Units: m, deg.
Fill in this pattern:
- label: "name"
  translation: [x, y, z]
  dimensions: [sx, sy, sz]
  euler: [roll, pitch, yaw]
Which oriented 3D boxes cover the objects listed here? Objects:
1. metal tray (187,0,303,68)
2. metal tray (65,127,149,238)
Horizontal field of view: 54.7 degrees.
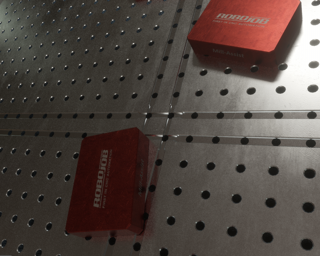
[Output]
- label: "metal tray"
  translation: [0.115, -0.139, 0.429]
  dimensions: [0.130, 0.030, 0.090]
  euler: [21, 73, 35]
- label: "metal tray"
  translation: [-0.064, 0.068, 0.395]
  dimensions: [0.090, 0.030, 0.130]
  euler: [-11, 57, 22]
